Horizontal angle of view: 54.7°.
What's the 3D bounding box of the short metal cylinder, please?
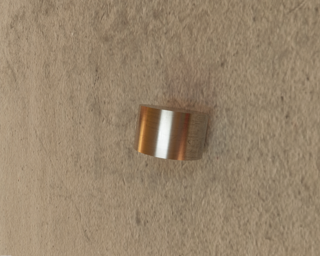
[{"bbox_3d":[0.013,0.003,0.357,0.080,0.081,0.050,13,99,39],"label":"short metal cylinder"}]
